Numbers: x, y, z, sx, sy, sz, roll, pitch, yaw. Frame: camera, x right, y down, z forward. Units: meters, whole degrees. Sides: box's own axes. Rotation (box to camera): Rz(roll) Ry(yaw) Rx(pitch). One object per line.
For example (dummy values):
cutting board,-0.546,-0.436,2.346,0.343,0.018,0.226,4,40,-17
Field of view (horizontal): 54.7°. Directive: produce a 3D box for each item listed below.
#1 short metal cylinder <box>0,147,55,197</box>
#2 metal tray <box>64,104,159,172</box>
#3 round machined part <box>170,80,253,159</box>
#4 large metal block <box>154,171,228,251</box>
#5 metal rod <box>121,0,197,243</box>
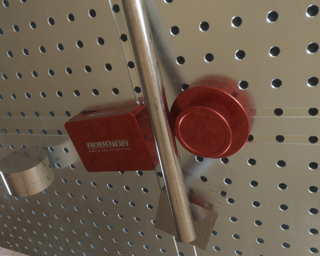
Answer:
short metal cylinder,-0.234,0.075,0.546,0.080,0.080,0.050,7,122,24
metal tray,-0.069,0.019,0.456,0.130,0.030,0.090,-6,116,31
round machined part,0.056,-0.004,0.368,0.098,0.042,0.097,13,124,21
large metal block,0.043,0.116,0.444,0.080,0.050,0.079,20,126,16
metal rod,0.002,0.000,0.372,0.025,0.025,0.298,-6,104,31
